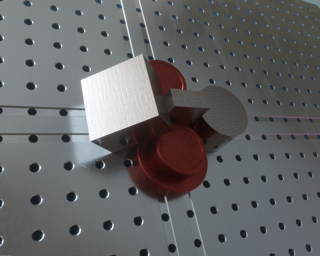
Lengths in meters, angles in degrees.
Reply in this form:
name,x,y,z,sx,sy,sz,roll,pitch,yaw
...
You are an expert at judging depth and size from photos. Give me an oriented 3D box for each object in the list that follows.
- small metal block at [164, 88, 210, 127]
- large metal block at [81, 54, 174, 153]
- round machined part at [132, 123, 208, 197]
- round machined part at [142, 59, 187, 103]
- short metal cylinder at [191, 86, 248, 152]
name,x,y,z,sx,sy,sz,roll,pitch,yaw
small metal block,0.026,-0.024,0.392,0.050,0.050,0.025,1,61,-28
large metal block,-0.039,-0.027,0.361,0.050,0.080,0.080,44,28,-62
round machined part,0.018,0.033,0.387,0.099,0.042,0.098,14,56,-21
round machined part,-0.003,-0.056,0.430,0.099,0.042,0.098,14,56,-21
short metal cylinder,0.076,-0.013,0.439,0.081,0.050,0.080,14,56,-21
